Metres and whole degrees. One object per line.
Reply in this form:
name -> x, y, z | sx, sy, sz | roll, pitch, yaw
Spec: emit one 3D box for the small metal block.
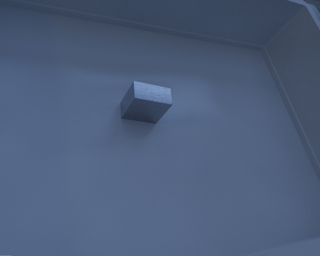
small metal block -> -0.019, -0.032, 0.400 | 0.050, 0.050, 0.025 | 8, 58, -24
